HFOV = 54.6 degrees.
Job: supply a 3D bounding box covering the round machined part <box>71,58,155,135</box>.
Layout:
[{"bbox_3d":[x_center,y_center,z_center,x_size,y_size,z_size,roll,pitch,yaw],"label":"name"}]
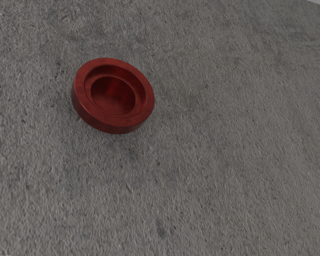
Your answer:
[{"bbox_3d":[-0.060,-0.035,0.382,0.099,0.042,0.098,13,56,-21],"label":"round machined part"}]
